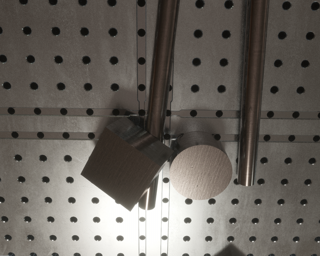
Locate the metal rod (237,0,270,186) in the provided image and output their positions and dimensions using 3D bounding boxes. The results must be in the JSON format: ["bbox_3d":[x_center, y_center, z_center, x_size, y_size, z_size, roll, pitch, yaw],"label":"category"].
[{"bbox_3d":[0.118,-0.063,0.391,0.025,0.025,0.298,-2,110,0],"label":"metal rod"}]

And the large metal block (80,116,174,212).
[{"bbox_3d":[-0.042,0.045,0.398,0.080,0.050,0.080,35,116,7],"label":"large metal block"}]

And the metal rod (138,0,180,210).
[{"bbox_3d":[-0.003,-0.026,0.403,0.025,0.025,0.298,6,110,-3],"label":"metal rod"}]

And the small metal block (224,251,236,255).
[{"bbox_3d":[0.114,0.237,0.503,0.050,0.025,0.050,-43,105,14],"label":"small metal block"}]

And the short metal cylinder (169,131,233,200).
[{"bbox_3d":[0.052,0.049,0.419,0.081,0.050,0.079,0,110,-1],"label":"short metal cylinder"}]
